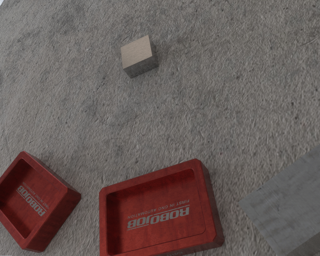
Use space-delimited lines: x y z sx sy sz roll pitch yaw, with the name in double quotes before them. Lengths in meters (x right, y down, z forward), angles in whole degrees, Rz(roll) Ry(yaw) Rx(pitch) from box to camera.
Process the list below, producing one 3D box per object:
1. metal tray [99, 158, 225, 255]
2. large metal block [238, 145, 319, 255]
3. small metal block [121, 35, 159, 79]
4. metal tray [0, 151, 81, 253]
"metal tray" -0.004 0.096 0.343 0.130 0.030 0.090 -20 54 16
"large metal block" 0.122 0.071 0.261 0.080 0.080 0.050 -37 51 4
"small metal block" -0.032 -0.113 0.490 0.050 0.025 0.050 -21 54 15
"metal tray" -0.181 0.098 0.435 0.130 0.030 0.090 26 76 36
